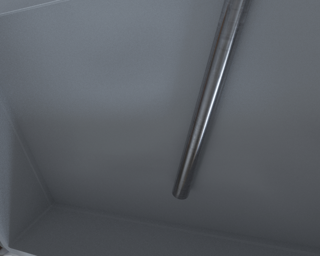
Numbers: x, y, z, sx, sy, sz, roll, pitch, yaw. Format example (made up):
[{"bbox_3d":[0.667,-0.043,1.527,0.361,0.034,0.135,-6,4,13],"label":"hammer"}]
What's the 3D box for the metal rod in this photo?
[{"bbox_3d":[0.054,-0.024,0.365,0.025,0.025,0.298,22,127,15],"label":"metal rod"}]
